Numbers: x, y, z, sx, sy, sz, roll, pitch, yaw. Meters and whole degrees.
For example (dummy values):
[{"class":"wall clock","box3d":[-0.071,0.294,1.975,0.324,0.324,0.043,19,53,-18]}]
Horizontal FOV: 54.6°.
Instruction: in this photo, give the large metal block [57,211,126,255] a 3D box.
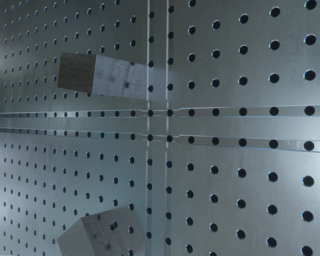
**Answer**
[{"class":"large metal block","box3d":[-0.108,0.189,0.484,0.080,0.050,0.080,-44,64,31]}]

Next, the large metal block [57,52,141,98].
[{"class":"large metal block","box3d":[-0.088,-0.076,0.447,0.080,0.081,0.050,14,99,39]}]
